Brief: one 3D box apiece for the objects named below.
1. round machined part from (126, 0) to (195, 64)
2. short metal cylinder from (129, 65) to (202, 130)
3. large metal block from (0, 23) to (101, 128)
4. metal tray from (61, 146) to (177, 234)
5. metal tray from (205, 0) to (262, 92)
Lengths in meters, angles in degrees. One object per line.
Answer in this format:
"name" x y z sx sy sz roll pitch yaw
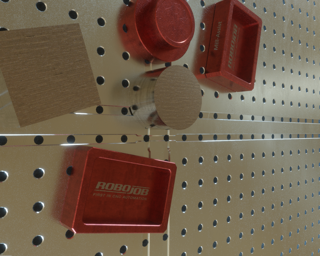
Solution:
"round machined part" 0.008 -0.136 0.404 0.099 0.042 0.097 0 90 -40
"short metal cylinder" 0.008 -0.037 0.400 0.081 0.050 0.079 0 90 -40
"large metal block" -0.114 -0.050 0.297 0.081 0.050 0.080 -23 104 -38
"metal tray" -0.042 0.076 0.370 0.131 0.030 0.090 16 80 -39
"metal tray" 0.124 -0.133 0.508 0.091 0.030 0.129 16 80 -39
